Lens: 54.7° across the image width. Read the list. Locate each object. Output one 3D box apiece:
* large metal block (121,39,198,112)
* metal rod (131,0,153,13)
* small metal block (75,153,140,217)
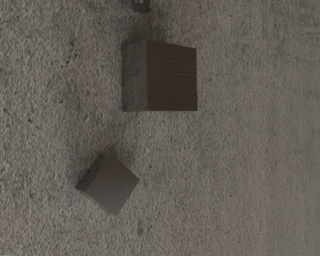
[{"bbox_3d":[0.000,-0.060,0.388,0.081,0.050,0.079,-2,92,-40],"label":"large metal block"},{"bbox_3d":[-0.001,-0.295,0.402,0.025,0.025,0.298,14,81,-39],"label":"metal rod"},{"bbox_3d":[-0.059,0.064,0.355,0.050,0.025,0.050,48,62,-29],"label":"small metal block"}]
